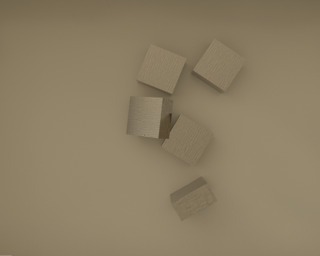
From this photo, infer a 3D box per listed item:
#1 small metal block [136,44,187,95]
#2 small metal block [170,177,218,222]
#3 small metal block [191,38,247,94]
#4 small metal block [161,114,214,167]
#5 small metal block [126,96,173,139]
[{"bbox_3d":[0.002,-0.076,0.411,0.050,0.025,0.050,22,90,-1],"label":"small metal block"},{"bbox_3d":[0.042,0.090,0.400,0.050,0.050,0.025,-30,90,0],"label":"small metal block"},{"bbox_3d":[0.077,-0.082,0.412,0.050,0.025,0.050,34,90,-1],"label":"small metal block"},{"bbox_3d":[0.036,0.016,0.412,0.050,0.025,0.050,31,90,-1],"label":"small metal block"},{"bbox_3d":[-0.013,-0.014,0.400,0.050,0.025,0.050,6,90,32],"label":"small metal block"}]
